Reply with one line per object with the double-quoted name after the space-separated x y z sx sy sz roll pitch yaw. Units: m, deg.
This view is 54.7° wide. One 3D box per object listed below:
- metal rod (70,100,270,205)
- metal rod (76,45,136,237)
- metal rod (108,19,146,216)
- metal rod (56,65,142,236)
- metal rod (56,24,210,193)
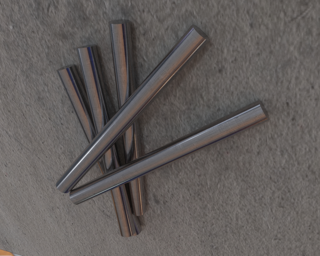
-0.007 0.042 0.401 0.300 0.025 0.025 -27 104 26 "metal rod"
-0.073 0.033 0.447 0.025 0.025 0.298 3 115 26 "metal rod"
-0.041 0.006 0.430 0.025 0.025 0.298 11 123 22 "metal rod"
-0.086 0.048 0.479 0.025 0.025 0.298 -4 117 30 "metal rod"
-0.050 -0.006 0.393 0.025 0.025 0.299 44 118 -2 "metal rod"
